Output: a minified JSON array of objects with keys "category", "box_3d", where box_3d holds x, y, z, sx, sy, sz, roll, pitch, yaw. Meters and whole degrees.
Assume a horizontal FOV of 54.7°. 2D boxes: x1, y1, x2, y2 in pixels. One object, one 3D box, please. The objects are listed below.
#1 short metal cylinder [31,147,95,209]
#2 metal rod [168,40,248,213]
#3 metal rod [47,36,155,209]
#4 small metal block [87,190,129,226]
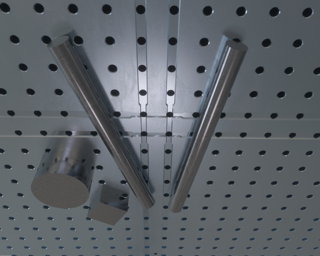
[{"category":"short metal cylinder","box_3d":[-0.141,0.074,0.457,0.081,0.050,0.079,0,130,0]},{"category":"metal rod","box_3d":[0.054,0.022,0.430,0.025,0.025,0.298,8,130,-7]},{"category":"metal rod","box_3d":[-0.065,0.016,0.424,0.025,0.025,0.299,-14,129,11]},{"category":"small metal block","box_3d":[-0.089,0.137,0.527,0.050,0.025,0.050,25,126,-20]}]
